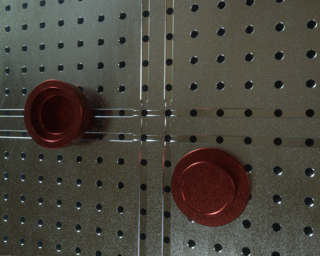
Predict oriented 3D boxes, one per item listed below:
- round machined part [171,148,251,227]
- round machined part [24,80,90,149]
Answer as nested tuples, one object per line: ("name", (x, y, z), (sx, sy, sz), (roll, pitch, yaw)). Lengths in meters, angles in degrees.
("round machined part", (0.060, 0.073, 0.382), (0.098, 0.042, 0.097), (0, 90, 19))
("round machined part", (-0.145, -0.019, 0.453), (0.098, 0.042, 0.097), (0, 90, 19))
